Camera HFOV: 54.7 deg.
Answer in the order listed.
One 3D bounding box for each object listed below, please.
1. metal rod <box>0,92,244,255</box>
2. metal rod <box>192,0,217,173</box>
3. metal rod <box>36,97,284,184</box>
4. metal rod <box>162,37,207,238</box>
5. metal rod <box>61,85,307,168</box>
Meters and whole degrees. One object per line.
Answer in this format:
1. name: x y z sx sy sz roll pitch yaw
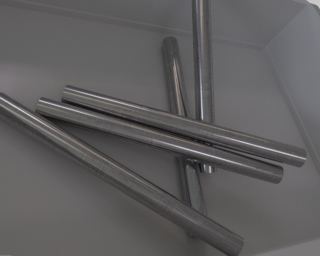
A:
1. metal rod: -0.045 0.051 0.331 0.301 0.025 0.025 31 51 -1
2. metal rod: 0.057 -0.092 0.412 0.025 0.025 0.298 -1 88 -29
3. metal rod: 0.008 0.018 0.372 0.302 0.025 0.025 16 55 -9
4. metal rod: 0.031 -0.007 0.426 0.025 0.025 0.299 8 58 -24
5. metal rod: 0.032 -0.001 0.380 0.302 0.025 0.025 15 55 -4
